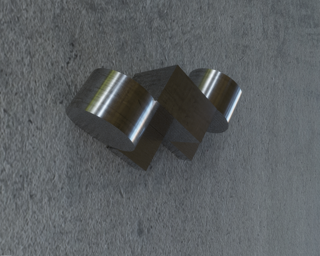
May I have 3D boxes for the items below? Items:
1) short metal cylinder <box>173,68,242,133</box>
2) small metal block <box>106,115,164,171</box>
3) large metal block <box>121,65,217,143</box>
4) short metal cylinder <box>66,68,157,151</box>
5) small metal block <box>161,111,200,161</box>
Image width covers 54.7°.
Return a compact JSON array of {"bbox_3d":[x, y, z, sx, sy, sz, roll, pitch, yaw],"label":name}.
[{"bbox_3d":[0.065,-0.036,0.424,0.080,0.080,0.050,43,64,-32],"label":"short metal cylinder"},{"bbox_3d":[-0.030,0.018,0.382,0.050,0.025,0.050,43,64,-32],"label":"small metal block"},{"bbox_3d":[0.007,-0.026,0.377,0.080,0.080,0.050,42,64,-32],"label":"large metal block"},{"bbox_3d":[-0.050,-0.018,0.328,0.080,0.080,0.050,42,64,-32],"label":"short metal cylinder"},{"bbox_3d":[0.031,0.011,0.432,0.050,0.025,0.050,43,64,-32],"label":"small metal block"}]
